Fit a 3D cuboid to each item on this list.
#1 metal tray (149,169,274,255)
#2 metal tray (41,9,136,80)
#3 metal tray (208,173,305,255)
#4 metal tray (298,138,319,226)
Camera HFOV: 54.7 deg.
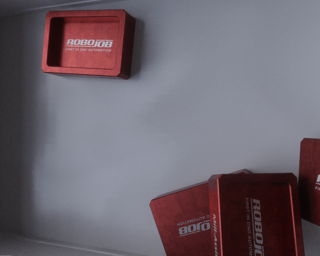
[{"bbox_3d":[0.062,0.113,0.386,0.130,0.030,0.090,-21,83,18],"label":"metal tray"},{"bbox_3d":[-0.104,-0.119,0.444,0.130,0.030,0.089,7,92,19],"label":"metal tray"},{"bbox_3d":[0.102,0.114,0.328,0.091,0.030,0.129,1,79,-10],"label":"metal tray"},{"bbox_3d":[0.189,0.058,0.292,0.030,0.130,0.089,2,91,-17],"label":"metal tray"}]
